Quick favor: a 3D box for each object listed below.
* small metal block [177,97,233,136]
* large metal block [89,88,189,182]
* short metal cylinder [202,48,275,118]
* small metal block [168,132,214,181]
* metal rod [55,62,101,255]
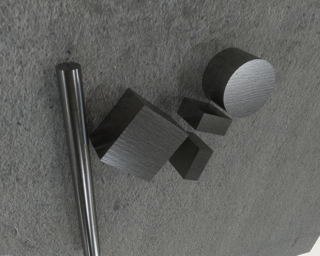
[{"bbox_3d":[0.059,-0.016,0.415,0.050,0.050,0.025,11,113,-33],"label":"small metal block"},{"bbox_3d":[-0.026,0.010,0.384,0.080,0.050,0.080,33,100,-39],"label":"large metal block"},{"bbox_3d":[0.104,-0.061,0.412,0.081,0.050,0.079,-14,125,-21],"label":"short metal cylinder"},{"bbox_3d":[0.042,0.039,0.440,0.025,0.050,0.050,12,112,-34],"label":"small metal block"},{"bbox_3d":[-0.098,0.064,0.393,0.025,0.025,0.298,-12,124,-22],"label":"metal rod"}]
